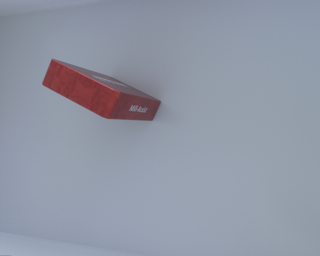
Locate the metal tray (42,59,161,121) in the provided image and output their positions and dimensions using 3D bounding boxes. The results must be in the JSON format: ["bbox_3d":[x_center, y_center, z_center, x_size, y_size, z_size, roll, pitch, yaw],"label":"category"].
[{"bbox_3d":[-0.063,-0.042,0.376,0.090,0.130,0.030,27,99,17],"label":"metal tray"}]
